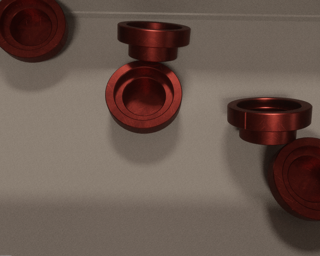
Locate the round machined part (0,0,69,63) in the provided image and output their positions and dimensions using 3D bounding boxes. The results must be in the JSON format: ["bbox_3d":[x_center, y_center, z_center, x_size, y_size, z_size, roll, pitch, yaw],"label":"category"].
[{"bbox_3d":[-0.181,-0.140,0.442,0.099,0.042,0.097,1,83,-6],"label":"round machined part"}]

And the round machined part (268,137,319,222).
[{"bbox_3d":[0.181,0.064,0.380,0.099,0.042,0.098,0,70,-1],"label":"round machined part"}]

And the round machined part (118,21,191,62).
[{"bbox_3d":[-0.009,-0.119,0.426,0.099,0.098,0.042,3,115,-1],"label":"round machined part"}]

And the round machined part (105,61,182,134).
[{"bbox_3d":[-0.021,-0.038,0.414,0.099,0.042,0.098,0,70,-1],"label":"round machined part"}]

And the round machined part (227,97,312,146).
[{"bbox_3d":[0.134,-0.009,0.386,0.099,0.098,0.042,-4,106,-2],"label":"round machined part"}]
